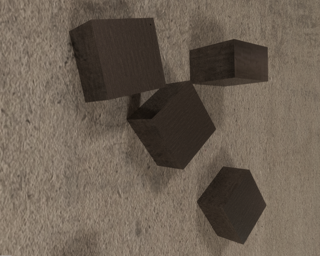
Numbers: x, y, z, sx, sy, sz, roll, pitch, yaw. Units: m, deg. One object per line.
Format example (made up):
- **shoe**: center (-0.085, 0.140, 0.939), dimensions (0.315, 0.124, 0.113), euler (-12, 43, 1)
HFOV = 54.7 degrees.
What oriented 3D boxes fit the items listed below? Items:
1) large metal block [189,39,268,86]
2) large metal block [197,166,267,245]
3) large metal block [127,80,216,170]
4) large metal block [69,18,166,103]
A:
- **large metal block**: center (0.101, -0.092, 0.456), dimensions (0.081, 0.080, 0.050), euler (-3, 92, -40)
- **large metal block**: center (0.115, 0.119, 0.488), dimensions (0.080, 0.050, 0.080), euler (-45, 118, -31)
- **large metal block**: center (0.018, -0.005, 0.405), dimensions (0.080, 0.050, 0.080), euler (-47, 118, -30)
- **large metal block**: center (-0.046, -0.077, 0.351), dimensions (0.081, 0.050, 0.079), euler (-19, 102, -39)
